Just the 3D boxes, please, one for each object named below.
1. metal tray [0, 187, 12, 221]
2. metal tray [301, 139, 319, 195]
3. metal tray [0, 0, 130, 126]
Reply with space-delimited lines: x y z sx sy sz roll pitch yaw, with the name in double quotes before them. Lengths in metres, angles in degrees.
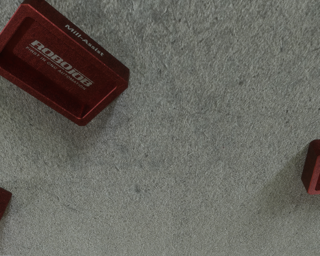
"metal tray" -0.299 0.159 0.496 0.130 0.090 0.030 -35 122 26
"metal tray" 0.284 0.053 0.451 0.131 0.030 0.089 -6 130 4
"metal tray" -0.110 -0.068 0.344 0.130 0.030 0.090 37 121 -27
